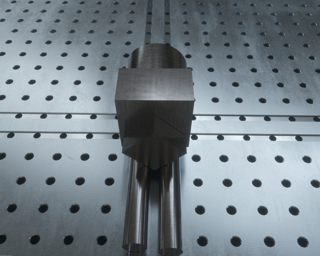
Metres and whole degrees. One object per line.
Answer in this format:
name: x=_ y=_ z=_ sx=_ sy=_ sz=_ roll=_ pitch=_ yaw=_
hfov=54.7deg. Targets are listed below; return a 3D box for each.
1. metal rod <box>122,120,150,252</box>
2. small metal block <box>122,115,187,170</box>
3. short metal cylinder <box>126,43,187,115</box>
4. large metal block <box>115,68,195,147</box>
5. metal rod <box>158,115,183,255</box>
metal rod: x=-0.023 y=0.005 z=0.405 sx=0.025 sy=0.025 sz=0.300 roll=1 pitch=50 yaw=0
small metal block: x=-0.006 y=0.018 z=0.346 sx=0.050 sy=0.050 sz=0.025 roll=33 pitch=41 yaw=-33
short metal cylinder: x=-0.005 y=-0.060 z=0.394 sx=0.081 sy=0.080 sz=0.050 roll=1 pitch=50 yaw=0
large metal block: x=-0.005 y=-0.022 z=0.358 sx=0.081 sy=0.080 sz=0.050 roll=0 pitch=50 yaw=0
metal rod: x=0.012 y=0.008 z=0.403 sx=0.025 sy=0.025 sz=0.300 roll=1 pitch=50 yaw=0
